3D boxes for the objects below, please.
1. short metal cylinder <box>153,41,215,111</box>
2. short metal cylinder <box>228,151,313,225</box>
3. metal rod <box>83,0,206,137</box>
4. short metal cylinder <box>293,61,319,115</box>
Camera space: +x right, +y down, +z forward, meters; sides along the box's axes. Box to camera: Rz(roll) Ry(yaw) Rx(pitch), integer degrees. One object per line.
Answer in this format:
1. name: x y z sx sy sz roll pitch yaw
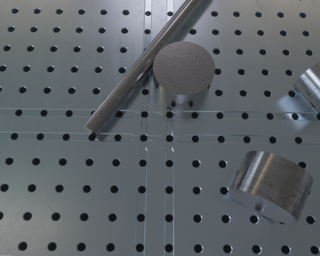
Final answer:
1. short metal cylinder: 0.031 -0.070 0.424 0.081 0.050 0.080 0 70 0
2. short metal cylinder: 0.127 0.069 0.358 0.080 0.080 0.050 27 73 9
3. metal rod: -0.007 -0.112 0.452 0.025 0.025 0.300 33 73 11
4. short metal cylinder: 0.226 -0.061 0.407 0.080 0.080 0.050 -29 73 -10
